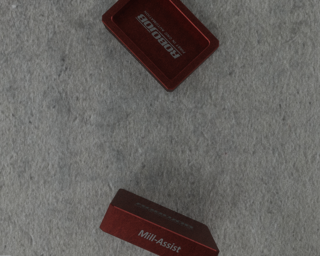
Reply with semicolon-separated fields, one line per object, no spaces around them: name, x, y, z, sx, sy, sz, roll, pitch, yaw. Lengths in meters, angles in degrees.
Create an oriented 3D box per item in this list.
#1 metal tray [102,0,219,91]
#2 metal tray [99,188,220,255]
metal tray;0.001;-0.123;0.407;0.090;0.030;0.130;-44;91;0
metal tray;-0.001;0.121;0.377;0.131;0.090;0.030;24;90;-1
